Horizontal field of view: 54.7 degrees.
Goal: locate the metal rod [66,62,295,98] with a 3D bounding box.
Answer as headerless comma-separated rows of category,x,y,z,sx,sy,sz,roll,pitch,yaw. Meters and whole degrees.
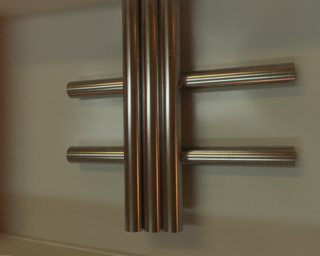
metal rod,0.012,-0.059,0.405,0.301,0.025,0.025,-1,90,19

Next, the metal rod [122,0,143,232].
metal rod,-0.034,-0.021,0.394,0.025,0.025,0.298,-1,90,20

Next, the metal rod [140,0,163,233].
metal rod,-0.010,-0.023,0.385,0.025,0.025,0.298,-1,90,20

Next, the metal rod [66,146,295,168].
metal rod,0.012,0.036,0.405,0.301,0.025,0.025,-1,90,19

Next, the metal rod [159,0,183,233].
metal rod,0.013,-0.026,0.377,0.025,0.025,0.298,-1,90,20
